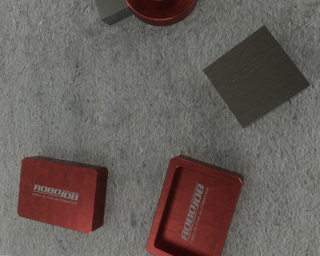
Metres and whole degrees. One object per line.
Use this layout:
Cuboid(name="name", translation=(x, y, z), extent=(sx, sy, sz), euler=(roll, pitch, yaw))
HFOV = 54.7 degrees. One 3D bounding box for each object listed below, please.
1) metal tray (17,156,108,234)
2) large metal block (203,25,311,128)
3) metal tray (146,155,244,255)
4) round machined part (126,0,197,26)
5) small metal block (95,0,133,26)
Cuboid(name="metal tray", translation=(-0.145, 0.095, 0.456), extent=(0.130, 0.030, 0.089), euler=(7, 92, 19))
Cuboid(name="large metal block", translation=(0.109, -0.055, 0.357), extent=(0.080, 0.050, 0.080), euler=(-35, 79, 16))
Cuboid(name="metal tray", translation=(0.043, 0.108, 0.390), extent=(0.090, 0.030, 0.129), euler=(17, 96, 18))
Cuboid(name="round machined part", translation=(0.001, -0.182, 0.386), extent=(0.099, 0.042, 0.097), euler=(0, 85, 4))
Cuboid(name="small metal block", translation=(-0.061, -0.179, 0.430), extent=(0.050, 0.025, 0.050), euler=(-18, 84, 18))
